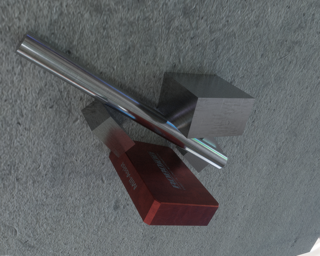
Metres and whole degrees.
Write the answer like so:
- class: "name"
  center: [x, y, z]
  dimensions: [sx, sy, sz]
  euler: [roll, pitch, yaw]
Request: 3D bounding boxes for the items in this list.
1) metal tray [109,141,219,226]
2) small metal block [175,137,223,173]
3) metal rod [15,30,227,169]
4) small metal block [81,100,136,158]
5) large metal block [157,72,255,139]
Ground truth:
- class: "metal tray"
  center: [0.000, 0.063, 0.381]
  dimensions: [0.091, 0.130, 0.030]
  euler: [13, 112, -34]
- class: "small metal block"
  center: [0.059, 0.032, 0.463]
  dimensions: [0.050, 0.025, 0.050]
  euler: [-41, 130, 0]
- class: "metal rod"
  center: [-0.020, -0.016, 0.371]
  dimensions: [0.301, 0.025, 0.025]
  euler: [31, 101, -33]
- class: "small metal block"
  center: [-0.060, -0.001, 0.359]
  dimensions: [0.025, 0.050, 0.050]
  euler: [-39, 130, -2]
- class: "large metal block"
  center: [0.054, -0.030, 0.384]
  dimensions: [0.081, 0.080, 0.050]
  euler: [-2, 120, -28]
